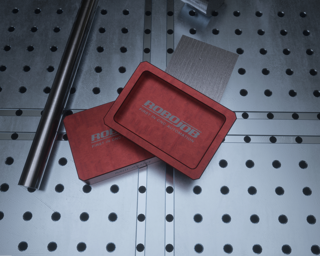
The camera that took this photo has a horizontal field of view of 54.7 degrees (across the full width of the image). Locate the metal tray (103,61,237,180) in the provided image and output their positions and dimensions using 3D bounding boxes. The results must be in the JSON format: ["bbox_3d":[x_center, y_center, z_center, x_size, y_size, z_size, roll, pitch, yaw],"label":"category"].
[{"bbox_3d":[0.012,-0.009,0.369,0.130,0.030,0.090,32,86,8],"label":"metal tray"}]

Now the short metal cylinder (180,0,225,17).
[{"bbox_3d":[0.072,-0.216,0.462,0.050,0.080,0.080,36,74,12],"label":"short metal cylinder"}]

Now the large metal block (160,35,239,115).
[{"bbox_3d":[0.052,-0.069,0.424,0.080,0.050,0.080,22,71,7],"label":"large metal block"}]

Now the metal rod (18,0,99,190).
[{"bbox_3d":[-0.135,-0.065,0.434,0.025,0.025,0.299,10,70,3],"label":"metal rod"}]

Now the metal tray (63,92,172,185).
[{"bbox_3d":[-0.049,0.010,0.405,0.131,0.030,0.090,-18,71,-7],"label":"metal tray"}]
